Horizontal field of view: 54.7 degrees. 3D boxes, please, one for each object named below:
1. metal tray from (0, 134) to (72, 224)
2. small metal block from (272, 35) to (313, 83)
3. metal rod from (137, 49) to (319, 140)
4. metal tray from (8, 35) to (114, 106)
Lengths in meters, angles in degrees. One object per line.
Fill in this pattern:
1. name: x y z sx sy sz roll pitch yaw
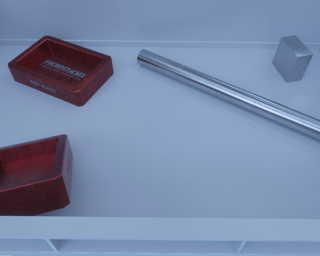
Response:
1. metal tray: -0.140 0.047 0.316 0.091 0.030 0.130 -12 18 -11
2. small metal block: 0.204 -0.107 0.482 0.025 0.050 0.050 -11 51 -9
3. metal rod: 0.097 -0.053 0.450 0.301 0.025 0.025 26 55 20
4. metal tray: -0.150 -0.092 0.476 0.130 0.030 0.090 22 53 17
